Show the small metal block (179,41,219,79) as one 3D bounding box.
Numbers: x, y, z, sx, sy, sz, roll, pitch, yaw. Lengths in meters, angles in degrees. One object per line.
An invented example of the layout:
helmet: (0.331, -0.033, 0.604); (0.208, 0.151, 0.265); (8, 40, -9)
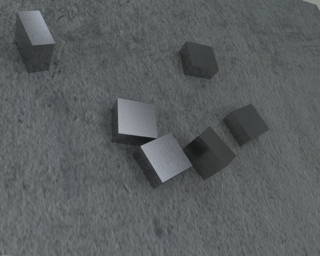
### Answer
small metal block: (0.064, -0.111, 0.508); (0.050, 0.025, 0.050); (5, 60, -26)

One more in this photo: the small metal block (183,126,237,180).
small metal block: (0.061, 0.034, 0.402); (0.050, 0.050, 0.025); (49, 51, 5)

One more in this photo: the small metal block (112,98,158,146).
small metal block: (-0.033, -0.006, 0.391); (0.050, 0.025, 0.050); (9, 58, -24)

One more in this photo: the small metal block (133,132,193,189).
small metal block: (0.003, 0.040, 0.383); (0.050, 0.025, 0.050); (-23, 75, -37)

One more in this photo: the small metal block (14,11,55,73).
small metal block: (-0.151, -0.102, 0.370); (0.025, 0.050, 0.050); (-18, 71, -35)

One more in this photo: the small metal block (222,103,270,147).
small metal block: (0.134, -0.005, 0.482); (0.050, 0.025, 0.050); (-21, 73, -36)
